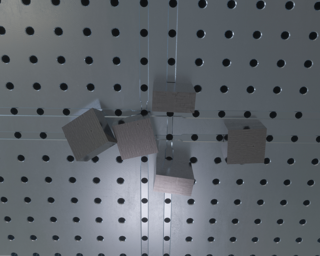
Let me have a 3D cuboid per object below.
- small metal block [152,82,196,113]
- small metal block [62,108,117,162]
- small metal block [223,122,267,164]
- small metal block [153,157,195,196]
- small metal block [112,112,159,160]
[{"bbox_3d":[0.016,-0.039,0.386,0.050,0.050,0.025,3,110,-1],"label":"small metal block"},{"bbox_3d":[-0.092,0.010,0.404,0.050,0.025,0.050,-31,75,11],"label":"small metal block"},{"bbox_3d":[0.115,0.021,0.422,0.050,0.025,0.050,-2,110,1],"label":"small metal block"},{"bbox_3d":[0.018,0.066,0.424,0.050,0.050,0.025,8,110,-3],"label":"small metal block"},{"bbox_3d":[-0.032,0.011,0.417,0.050,0.025,0.050,-12,110,4],"label":"small metal block"}]
